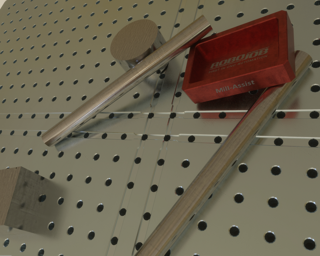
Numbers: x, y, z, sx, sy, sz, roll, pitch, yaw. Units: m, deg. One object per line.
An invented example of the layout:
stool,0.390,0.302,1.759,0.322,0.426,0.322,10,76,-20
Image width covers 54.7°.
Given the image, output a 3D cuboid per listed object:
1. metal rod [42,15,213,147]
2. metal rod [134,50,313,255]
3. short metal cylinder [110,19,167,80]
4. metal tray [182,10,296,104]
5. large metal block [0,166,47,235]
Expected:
metal rod,-0.056,-0.061,0.453,0.300,0.025,0.025,-34,51,14
metal rod,0.076,0.031,0.349,0.025,0.025,0.300,33,80,38
short metal cylinder,-0.029,-0.121,0.482,0.080,0.050,0.080,-13,56,21
metal tray,0.096,-0.086,0.387,0.130,0.030,0.090,-11,51,34
large metal block,-0.220,0.106,0.443,0.080,0.050,0.080,-11,57,22
